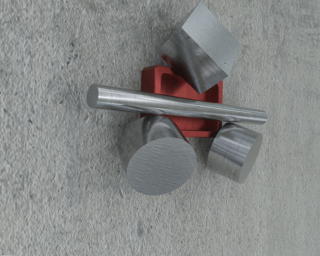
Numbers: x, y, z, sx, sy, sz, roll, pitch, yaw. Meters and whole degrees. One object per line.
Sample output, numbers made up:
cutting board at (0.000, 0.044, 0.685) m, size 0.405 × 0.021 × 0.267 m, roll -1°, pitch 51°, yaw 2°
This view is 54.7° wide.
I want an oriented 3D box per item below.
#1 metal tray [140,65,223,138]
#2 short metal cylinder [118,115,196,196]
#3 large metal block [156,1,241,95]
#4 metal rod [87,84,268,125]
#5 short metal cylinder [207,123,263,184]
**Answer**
metal tray at (0.034, -0.032, 0.431) m, size 0.131 × 0.030 × 0.089 m, roll 2°, pitch 89°, yaw -40°
short metal cylinder at (-0.005, 0.032, 0.362) m, size 0.081 × 0.050 × 0.079 m, roll -9°, pitch 123°, yaw -15°
large metal block at (0.053, -0.105, 0.406) m, size 0.080 × 0.050 × 0.080 m, roll 42°, pitch 47°, yaw -14°
metal rod at (0.048, -0.025, 0.407) m, size 0.302 × 0.025 × 0.025 m, roll 4°, pitch 88°, yaw -40°
short metal cylinder at (0.113, 0.036, 0.463) m, size 0.080 × 0.050 × 0.079 m, roll -41°, pitch 144°, yaw -39°
